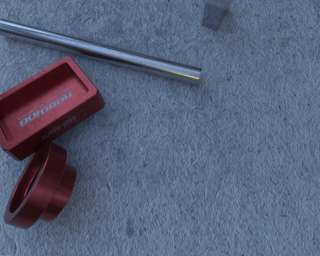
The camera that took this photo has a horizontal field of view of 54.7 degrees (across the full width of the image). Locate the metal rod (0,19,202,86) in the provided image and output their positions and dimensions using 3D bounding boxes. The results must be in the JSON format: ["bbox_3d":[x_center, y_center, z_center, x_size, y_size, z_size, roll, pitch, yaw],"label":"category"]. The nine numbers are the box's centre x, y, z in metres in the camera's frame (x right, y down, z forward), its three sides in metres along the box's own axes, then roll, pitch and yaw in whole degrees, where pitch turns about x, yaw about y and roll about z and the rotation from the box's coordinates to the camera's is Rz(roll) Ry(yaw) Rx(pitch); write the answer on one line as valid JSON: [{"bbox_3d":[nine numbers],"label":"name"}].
[{"bbox_3d":[-0.089,-0.111,0.447,0.301,0.025,0.025,15,71,5],"label":"metal rod"}]

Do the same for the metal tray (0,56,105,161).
[{"bbox_3d":[-0.150,-0.029,0.403,0.131,0.030,0.090,-35,59,-12],"label":"metal tray"}]

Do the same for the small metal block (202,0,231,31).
[{"bbox_3d":[0.087,-0.183,0.463,0.025,0.050,0.050,26,72,9],"label":"small metal block"}]

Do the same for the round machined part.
[{"bbox_3d":[-0.132,0.068,0.354,0.042,0.098,0.098,32,69,-27],"label":"round machined part"}]
